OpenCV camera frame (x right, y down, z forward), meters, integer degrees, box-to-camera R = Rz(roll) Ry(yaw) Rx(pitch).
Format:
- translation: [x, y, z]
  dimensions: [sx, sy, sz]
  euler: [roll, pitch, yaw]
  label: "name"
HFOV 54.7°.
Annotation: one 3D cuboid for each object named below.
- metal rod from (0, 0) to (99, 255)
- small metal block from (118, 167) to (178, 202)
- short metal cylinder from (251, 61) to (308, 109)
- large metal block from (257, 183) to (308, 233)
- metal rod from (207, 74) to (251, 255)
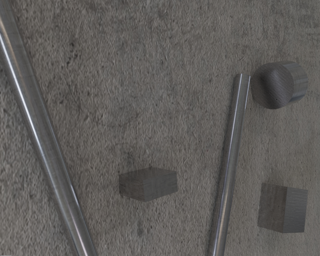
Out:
- translation: [-0.117, 0.002, 0.306]
  dimensions: [0.025, 0.025, 0.298]
  euler: [-25, 106, -37]
  label: "metal rod"
- translation: [-0.015, 0.067, 0.376]
  dimensions: [0.050, 0.050, 0.025]
  euler: [-8, 96, -40]
  label: "small metal block"
- translation: [0.209, -0.076, 0.543]
  dimensions: [0.050, 0.080, 0.079]
  euler: [-15, 100, -39]
  label: "short metal cylinder"
- translation: [0.232, 0.150, 0.583]
  dimensions: [0.081, 0.050, 0.080]
  euler: [15, 81, -39]
  label: "large metal block"
- translation: [0.112, 0.058, 0.498]
  dimensions: [0.025, 0.025, 0.299]
  euler: [18, 79, -39]
  label: "metal rod"
